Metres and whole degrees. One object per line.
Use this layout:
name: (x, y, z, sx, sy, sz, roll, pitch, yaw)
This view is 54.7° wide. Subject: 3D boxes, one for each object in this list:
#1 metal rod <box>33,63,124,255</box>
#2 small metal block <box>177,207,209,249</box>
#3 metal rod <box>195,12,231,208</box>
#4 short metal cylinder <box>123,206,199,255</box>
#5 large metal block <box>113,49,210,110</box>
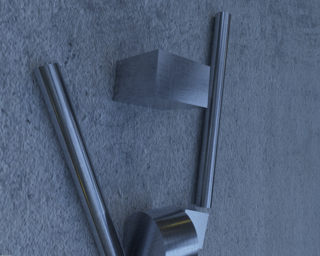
metal rod: (-0.075, 0.078, 0.343, 0.025, 0.025, 0.298, -26, 106, -37)
small metal block: (0.039, 0.141, 0.441, 0.050, 0.025, 0.050, 22, 76, -38)
metal rod: (0.082, -0.031, 0.475, 0.025, 0.025, 0.298, 12, 83, -40)
short metal cylinder: (-0.001, 0.137, 0.371, 0.050, 0.080, 0.079, 2, 89, -40)
large metal block: (0.001, -0.053, 0.372, 0.081, 0.080, 0.050, 8, 85, -40)
